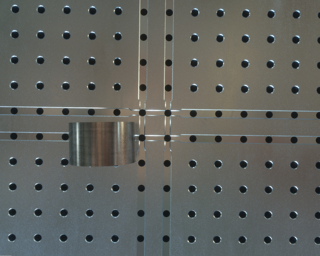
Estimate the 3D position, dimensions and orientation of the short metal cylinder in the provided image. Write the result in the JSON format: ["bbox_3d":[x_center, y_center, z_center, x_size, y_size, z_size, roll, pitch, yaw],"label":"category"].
[{"bbox_3d":[-0.071,0.018,0.385,0.081,0.080,0.050,-1,90,-1],"label":"short metal cylinder"}]
